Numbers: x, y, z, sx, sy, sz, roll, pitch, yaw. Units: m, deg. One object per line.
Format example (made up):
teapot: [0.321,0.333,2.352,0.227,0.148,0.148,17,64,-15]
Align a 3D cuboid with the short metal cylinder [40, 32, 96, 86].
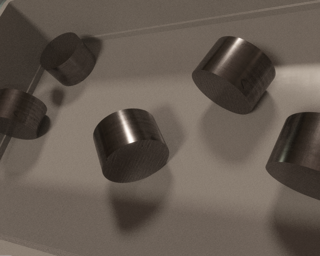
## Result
short metal cylinder: [-0.162,-0.121,0.546,0.080,0.050,0.080,-13,56,20]

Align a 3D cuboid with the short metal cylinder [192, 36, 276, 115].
short metal cylinder: [0.085,-0.060,0.362,0.080,0.080,0.050,30,78,37]

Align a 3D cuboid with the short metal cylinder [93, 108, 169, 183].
short metal cylinder: [-0.035,0.022,0.374,0.080,0.080,0.050,-31,52,8]

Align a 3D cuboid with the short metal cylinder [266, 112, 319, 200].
short metal cylinder: [0.144,0.028,0.277,0.080,0.080,0.050,18,72,35]

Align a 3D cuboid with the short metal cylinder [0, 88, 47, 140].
short metal cylinder: [-0.232,-0.021,0.502,0.080,0.080,0.050,-3,60,26]
